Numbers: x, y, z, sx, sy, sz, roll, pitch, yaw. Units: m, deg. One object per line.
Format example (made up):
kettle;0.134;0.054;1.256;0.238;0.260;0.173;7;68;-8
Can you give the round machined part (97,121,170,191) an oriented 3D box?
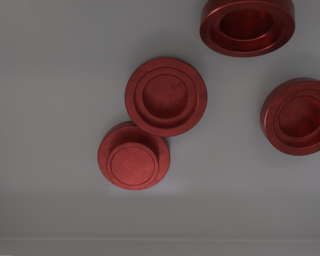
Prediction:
round machined part;-0.035;0.043;0.418;0.099;0.042;0.097;0;110;0

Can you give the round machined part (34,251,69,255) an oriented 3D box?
round machined part;-0.176;0.251;0.495;0.099;0.042;0.097;0;110;0

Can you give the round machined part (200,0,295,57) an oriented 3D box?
round machined part;0.094;-0.121;0.339;0.099;0.098;0.042;8;72;-3

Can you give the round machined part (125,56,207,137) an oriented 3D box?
round machined part;0.007;-0.041;0.387;0.099;0.042;0.097;0;110;0

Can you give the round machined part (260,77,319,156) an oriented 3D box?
round machined part;0.177;-0.017;0.397;0.099;0.042;0.097;0;110;0
